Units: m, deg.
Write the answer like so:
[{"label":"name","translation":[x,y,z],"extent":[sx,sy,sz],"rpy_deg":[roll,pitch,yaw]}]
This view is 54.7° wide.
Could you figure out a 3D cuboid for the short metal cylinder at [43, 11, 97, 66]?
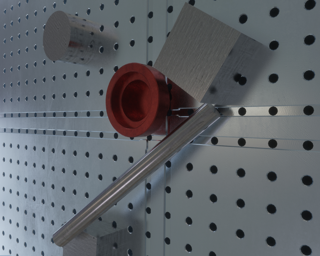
[{"label":"short metal cylinder","translation":[-0.151,-0.148,0.518],"extent":[0.080,0.050,0.079],"rpy_deg":[0,90,40]}]

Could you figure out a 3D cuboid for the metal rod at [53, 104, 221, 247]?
[{"label":"metal rod","translation":[-0.043,0.071,0.409],"extent":[0.299,0.025,0.025],"rpy_deg":[-42,65,20]}]

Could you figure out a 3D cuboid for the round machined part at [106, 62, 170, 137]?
[{"label":"round machined part","translation":[-0.025,-0.037,0.419],"extent":[0.098,0.042,0.097],"rpy_deg":[0,90,40]}]

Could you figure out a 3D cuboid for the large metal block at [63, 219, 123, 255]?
[{"label":"large metal block","translation":[-0.105,0.190,0.480],"extent":[0.080,0.050,0.079],"rpy_deg":[6,94,40]}]

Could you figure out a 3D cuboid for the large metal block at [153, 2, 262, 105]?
[{"label":"large metal block","translation":[0.051,-0.082,0.351],"extent":[0.080,0.050,0.080],"rpy_deg":[43,116,31]}]
